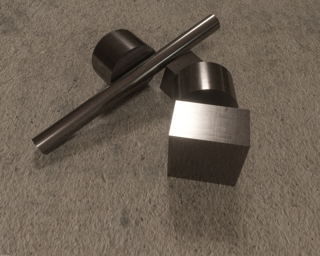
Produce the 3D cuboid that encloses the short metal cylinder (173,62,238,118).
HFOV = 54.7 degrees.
[{"bbox_3d":[0.057,-0.038,0.400,0.081,0.080,0.050,1,50,0],"label":"short metal cylinder"}]

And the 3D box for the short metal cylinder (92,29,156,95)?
[{"bbox_3d":[-0.050,-0.094,0.446,0.081,0.080,0.050,-31,57,-24],"label":"short metal cylinder"}]

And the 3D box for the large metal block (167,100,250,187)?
[{"bbox_3d":[0.053,0.019,0.352,0.080,0.080,0.050,8,51,6],"label":"large metal block"}]

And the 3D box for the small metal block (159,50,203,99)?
[{"bbox_3d":[0.030,-0.077,0.450,0.050,0.050,0.025,-38,74,-28],"label":"small metal block"}]

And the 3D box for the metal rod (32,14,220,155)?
[{"bbox_3d":[-0.035,-0.066,0.419,0.301,0.025,0.025,-38,59,-14],"label":"metal rod"}]
